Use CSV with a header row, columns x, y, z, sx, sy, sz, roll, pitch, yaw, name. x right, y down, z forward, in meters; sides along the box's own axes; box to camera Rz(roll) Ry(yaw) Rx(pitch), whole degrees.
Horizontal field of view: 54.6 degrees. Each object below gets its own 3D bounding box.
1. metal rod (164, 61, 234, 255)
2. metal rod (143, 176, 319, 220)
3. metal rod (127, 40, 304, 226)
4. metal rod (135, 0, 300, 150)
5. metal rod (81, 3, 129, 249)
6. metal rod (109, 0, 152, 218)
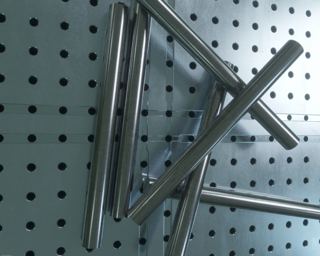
x,y,z,sx,sy,sz,roll,pitch,yaw,name
0.052,0.048,0.409,0.025,0.025,0.299,22,74,-19,metal rod
0.121,0.107,0.456,0.302,0.025,0.025,13,86,-20,metal rod
0.072,0.003,0.391,0.300,0.025,0.025,-46,105,-4,metal rod
0.081,-0.074,0.410,0.300,0.025,0.025,41,77,-14,metal rod
-0.068,-0.004,0.387,0.025,0.025,0.299,7,88,-20,metal rod
-0.035,-0.037,0.399,0.025,0.025,0.299,7,88,-20,metal rod
